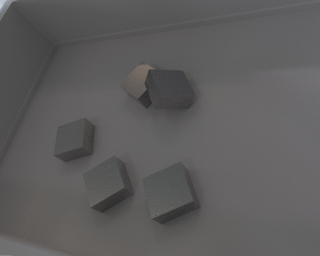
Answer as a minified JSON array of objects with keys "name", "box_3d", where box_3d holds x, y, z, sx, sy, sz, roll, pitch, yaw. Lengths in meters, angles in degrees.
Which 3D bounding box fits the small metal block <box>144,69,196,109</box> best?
[{"name":"small metal block","box_3d":[0.012,-0.052,0.414,0.050,0.025,0.050,-2,49,-23]}]

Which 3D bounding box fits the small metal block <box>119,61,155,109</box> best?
[{"name":"small metal block","box_3d":[-0.024,-0.064,0.457,0.050,0.025,0.050,-47,50,-5]}]

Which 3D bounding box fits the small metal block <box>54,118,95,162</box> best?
[{"name":"small metal block","box_3d":[-0.127,0.018,0.461,0.050,0.025,0.050,-16,55,19]}]

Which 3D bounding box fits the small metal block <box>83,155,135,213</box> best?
[{"name":"small metal block","box_3d":[-0.066,0.072,0.397,0.050,0.025,0.050,-31,52,8]}]

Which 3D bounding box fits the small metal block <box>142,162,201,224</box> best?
[{"name":"small metal block","box_3d":[0.012,0.074,0.354,0.050,0.025,0.050,-26,53,12]}]
